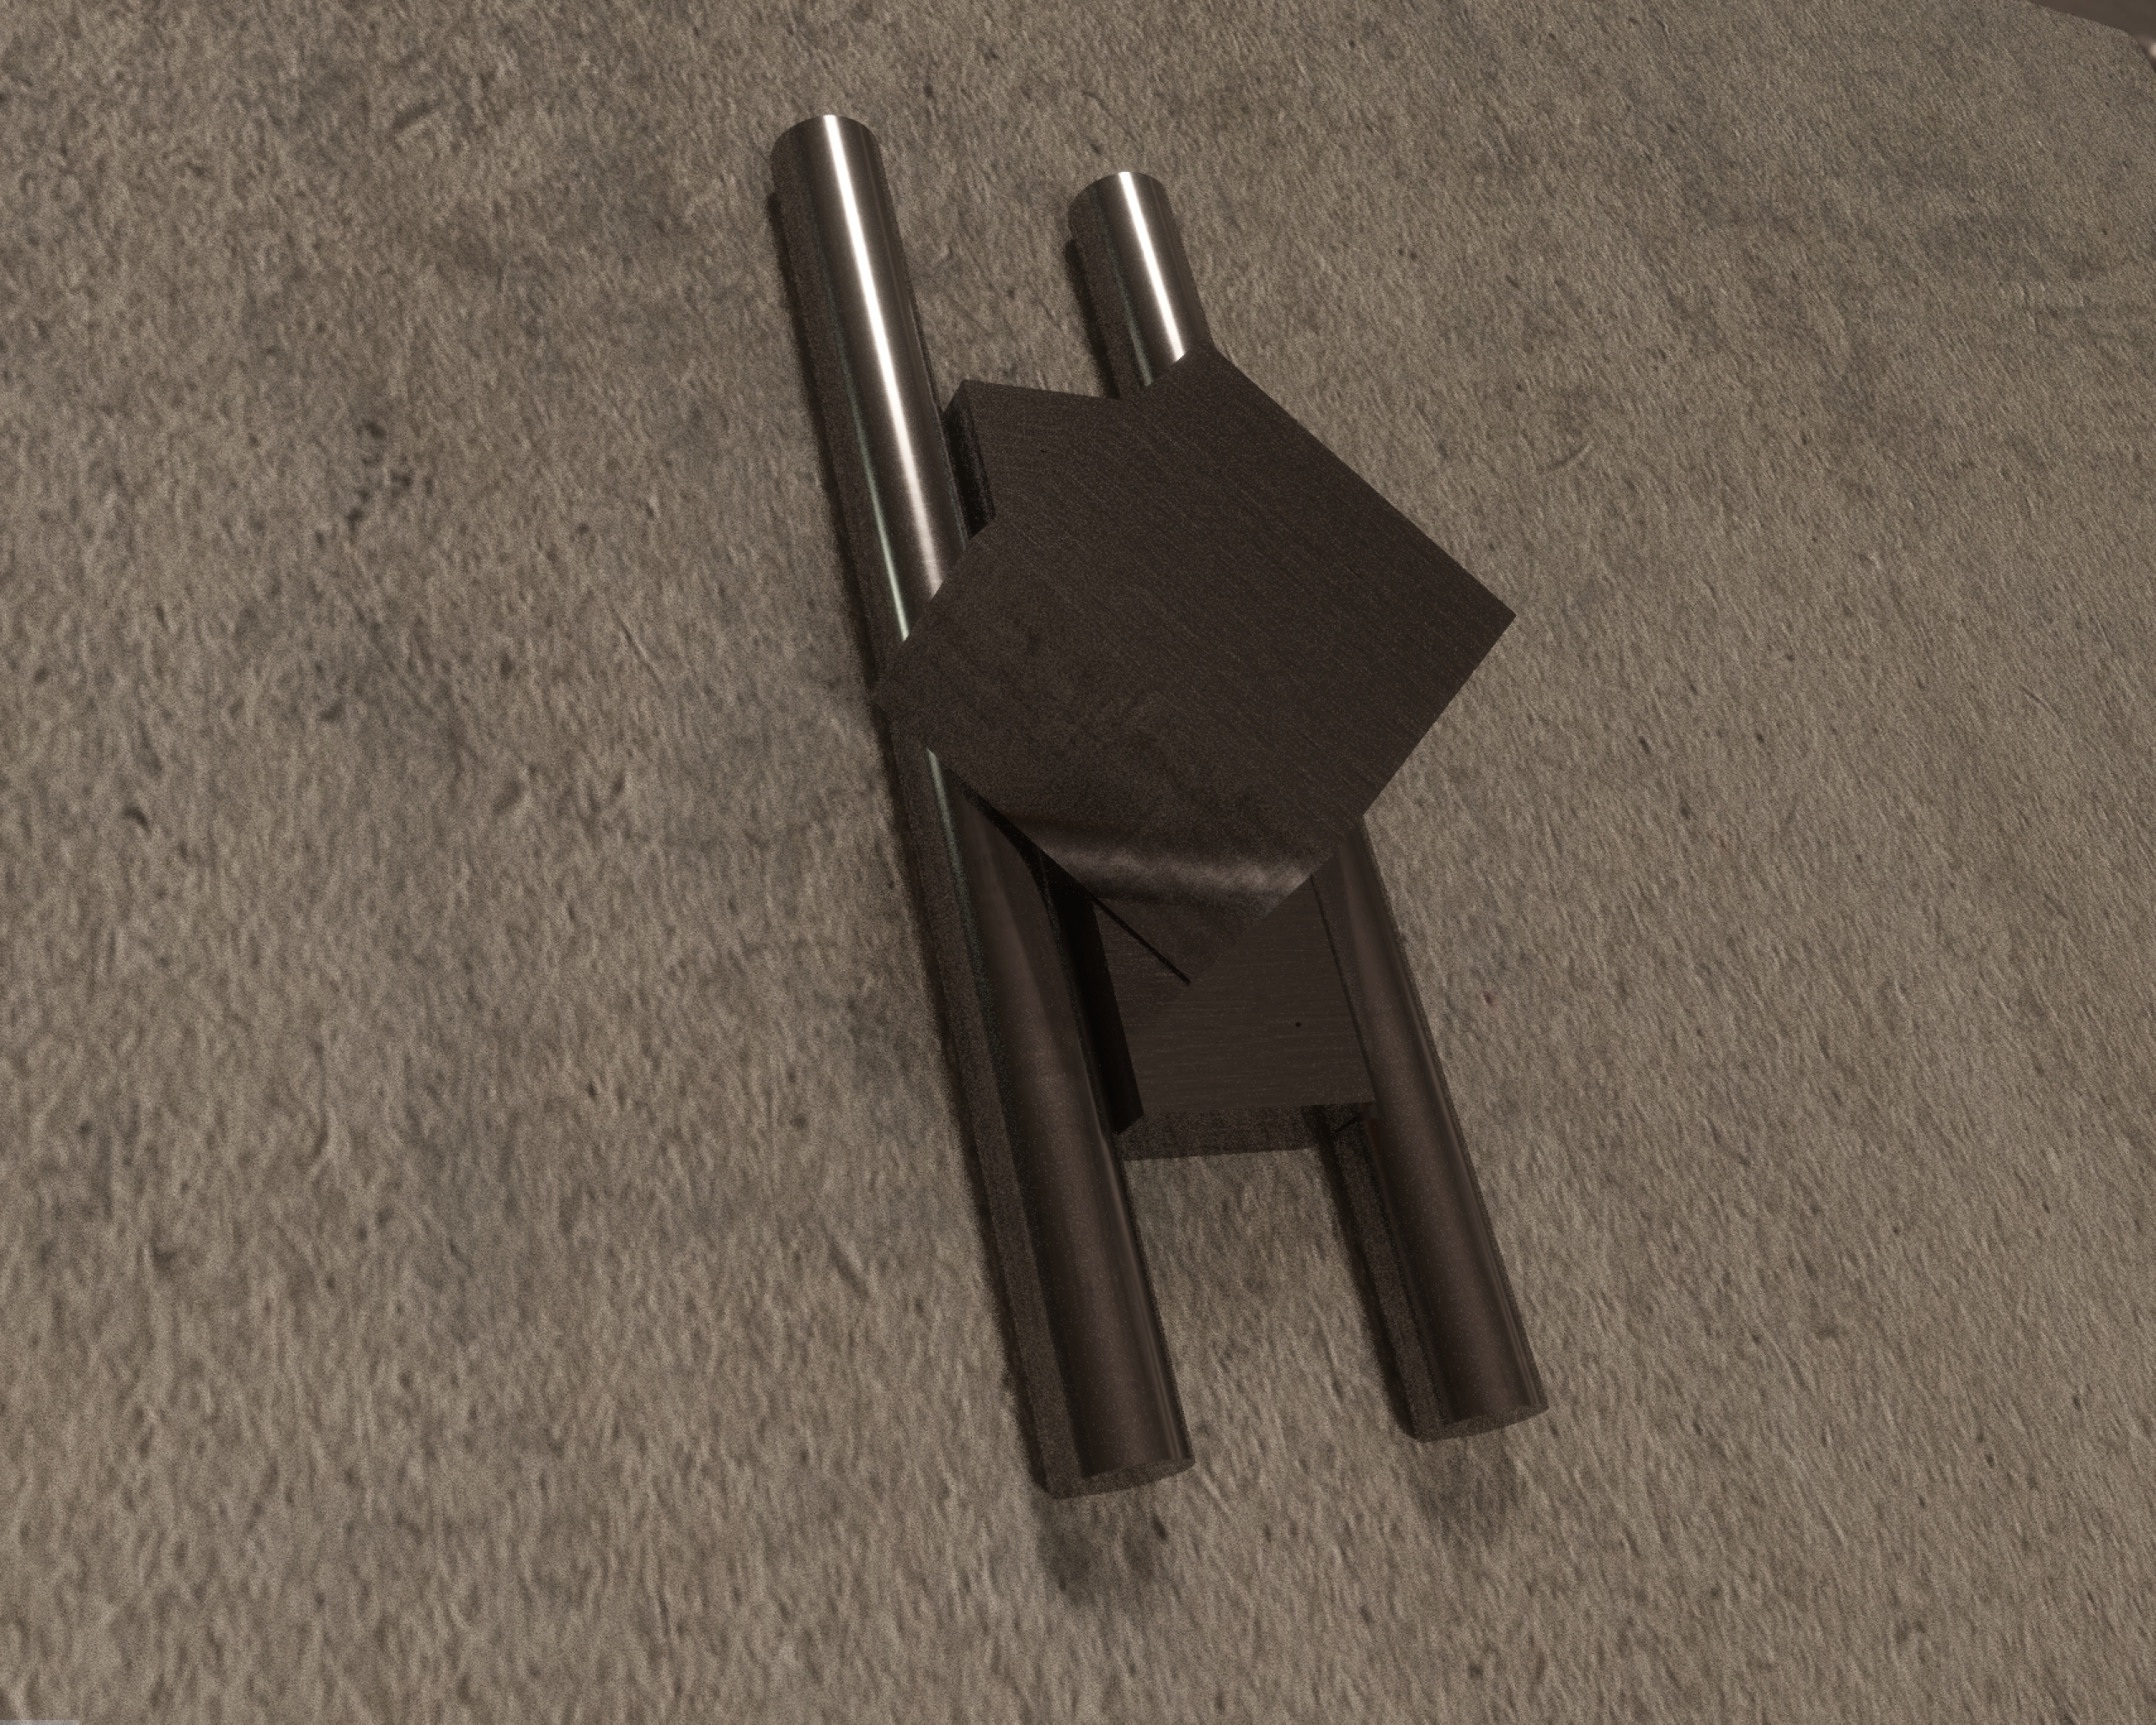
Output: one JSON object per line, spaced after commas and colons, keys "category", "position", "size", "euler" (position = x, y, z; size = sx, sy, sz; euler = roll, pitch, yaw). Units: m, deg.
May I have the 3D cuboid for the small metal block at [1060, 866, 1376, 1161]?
{"category": "small metal block", "position": [0.023, 0.029, 0.401], "size": [0.050, 0.025, 0.050], "euler": [1, 61, -28]}

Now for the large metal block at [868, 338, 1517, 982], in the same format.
{"category": "large metal block", "position": [0.023, -0.039, 0.392], "size": [0.080, 0.050, 0.080], "euler": [42, 51, 0]}

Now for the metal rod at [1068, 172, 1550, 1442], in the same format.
{"category": "metal rod", "position": [0.042, -0.028, 0.448], "size": [0.025, 0.025, 0.299], "euler": [1, 61, -28]}

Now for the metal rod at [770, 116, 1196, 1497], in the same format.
{"category": "metal rod", "position": [-0.025, -0.029, 0.411], "size": [0.025, 0.025, 0.299], "euler": [1, 61, -28]}

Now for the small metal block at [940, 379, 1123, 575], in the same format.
{"category": "small metal block", "position": [-0.002, -0.074, 0.449], "size": [0.050, 0.025, 0.050], "euler": [1, 61, -28]}
